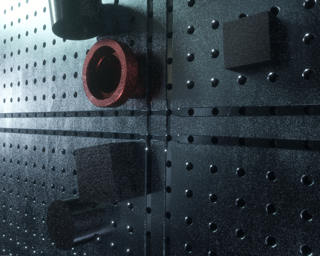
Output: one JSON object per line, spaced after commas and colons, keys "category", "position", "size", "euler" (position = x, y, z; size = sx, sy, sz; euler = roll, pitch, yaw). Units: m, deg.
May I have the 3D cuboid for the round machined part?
{"category": "round machined part", "position": [-0.067, -0.078, 0.454], "size": [0.098, 0.042, 0.097], "euler": [0, 90, 40]}

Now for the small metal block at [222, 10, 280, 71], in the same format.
{"category": "small metal block", "position": [0.096, -0.090, 0.330], "size": [0.050, 0.025, 0.050], "euler": [-4, 88, 40]}

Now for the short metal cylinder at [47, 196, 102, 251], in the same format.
{"category": "short metal cylinder", "position": [-0.142, 0.154, 0.511], "size": [0.080, 0.050, 0.079], "euler": [0, 90, 40]}

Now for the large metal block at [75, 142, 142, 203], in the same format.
{"category": "large metal block", "position": [-0.077, 0.065, 0.457], "size": [0.080, 0.050, 0.080], "euler": [-12, 83, 39]}

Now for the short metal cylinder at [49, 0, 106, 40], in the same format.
{"category": "short metal cylinder", "position": [-0.128, -0.176, 0.479], "size": [0.080, 0.081, 0.050], "euler": [-16, 80, 39]}
